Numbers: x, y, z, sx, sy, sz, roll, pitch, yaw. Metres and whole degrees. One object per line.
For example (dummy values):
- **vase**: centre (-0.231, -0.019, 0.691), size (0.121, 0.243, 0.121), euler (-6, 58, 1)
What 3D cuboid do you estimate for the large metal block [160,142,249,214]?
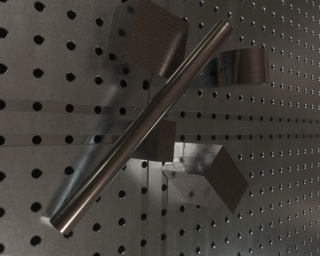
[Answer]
- **large metal block**: centre (0.061, 0.067, 0.427), size (0.050, 0.080, 0.080), euler (-53, 121, -27)

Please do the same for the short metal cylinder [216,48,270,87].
- **short metal cylinder**: centre (0.128, -0.092, 0.484), size (0.081, 0.080, 0.050), euler (-7, 95, -40)

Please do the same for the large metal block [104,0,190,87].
- **large metal block**: centre (-0.015, -0.102, 0.382), size (0.081, 0.050, 0.080), euler (15, 81, -39)

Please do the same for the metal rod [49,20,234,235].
- **metal rod**: centre (-0.013, -0.010, 0.354), size (0.300, 0.025, 0.025), euler (-51, 121, -12)

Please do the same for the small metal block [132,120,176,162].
- **small metal block**: centre (-0.008, 0.016, 0.388), size (0.025, 0.050, 0.050), euler (8, 85, -40)
